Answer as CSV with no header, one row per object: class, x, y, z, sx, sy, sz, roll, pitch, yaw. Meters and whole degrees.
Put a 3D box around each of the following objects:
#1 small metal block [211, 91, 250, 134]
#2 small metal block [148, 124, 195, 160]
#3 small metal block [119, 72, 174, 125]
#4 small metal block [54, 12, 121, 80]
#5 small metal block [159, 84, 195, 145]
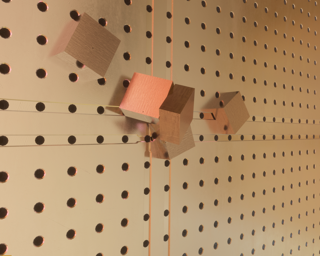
small metal block,0.115,-0.025,0.504,0.050,0.025,0.050,-43,116,-31
small metal block,0.017,0.010,0.422,0.050,0.025,0.050,-24,105,-37
small metal block,-0.014,-0.035,0.377,0.025,0.050,0.050,63,45,-67
small metal block,-0.079,-0.089,0.342,0.050,0.025,0.050,33,70,-35
small metal block,0.021,-0.017,0.374,0.050,0.025,0.050,88,24,-44
